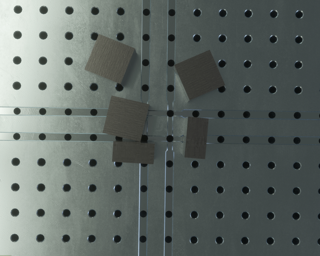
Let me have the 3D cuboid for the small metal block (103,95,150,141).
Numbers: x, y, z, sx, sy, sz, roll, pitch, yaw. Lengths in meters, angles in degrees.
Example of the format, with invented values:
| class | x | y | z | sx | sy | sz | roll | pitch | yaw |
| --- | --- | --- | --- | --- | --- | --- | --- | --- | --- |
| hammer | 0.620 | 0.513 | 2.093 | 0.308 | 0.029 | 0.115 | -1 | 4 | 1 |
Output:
| class | x | y | z | sx | sy | sz | roll | pitch | yaw |
| --- | --- | --- | --- | --- | --- | --- | --- | --- | --- |
| small metal block | -0.044 | -0.012 | 0.413 | 0.050 | 0.025 | 0.050 | 13 | 90 | 0 |

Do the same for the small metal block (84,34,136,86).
| class | x | y | z | sx | sy | sz | roll | pitch | yaw |
| --- | --- | --- | --- | --- | --- | --- | --- | --- | --- |
| small metal block | -0.065 | -0.089 | 0.413 | 0.050 | 0.025 | 0.050 | 22 | 90 | 0 |

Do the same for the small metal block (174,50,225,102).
| class | x | y | z | sx | sy | sz | roll | pitch | yaw |
| --- | --- | --- | --- | --- | --- | --- | --- | --- | --- |
| small metal block | 0.051 | -0.069 | 0.414 | 0.050 | 0.025 | 0.050 | -23 | 90 | 0 |

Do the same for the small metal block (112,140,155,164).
| class | x | y | z | sx | sy | sz | roll | pitch | yaw |
| --- | --- | --- | --- | --- | --- | --- | --- | --- | --- |
| small metal block | -0.032 | 0.030 | 0.401 | 0.050 | 0.050 | 0.025 | 4 | 91 | 0 |

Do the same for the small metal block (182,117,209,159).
| class | x | y | z | sx | sy | sz | roll | pitch | yaw |
| --- | --- | --- | --- | --- | --- | --- | --- | --- | --- |
| small metal block | 0.045 | 0.012 | 0.401 | 0.025 | 0.050 | 0.050 | 5 | 90 | 0 |
